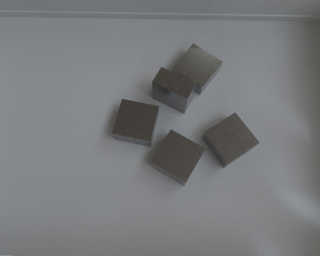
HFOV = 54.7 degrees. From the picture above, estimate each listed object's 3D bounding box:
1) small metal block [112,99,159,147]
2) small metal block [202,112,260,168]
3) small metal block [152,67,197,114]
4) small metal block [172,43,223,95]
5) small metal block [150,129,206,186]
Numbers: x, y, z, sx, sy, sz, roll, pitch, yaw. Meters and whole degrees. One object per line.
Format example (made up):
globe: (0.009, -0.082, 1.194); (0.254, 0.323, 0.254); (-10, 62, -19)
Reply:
small metal block: (-0.031, -0.007, 0.412); (0.050, 0.025, 0.050); (12, 70, 4)
small metal block: (0.091, 0.016, 0.405); (0.050, 0.025, 0.050); (-32, 73, -11)
small metal block: (0.018, -0.049, 0.415); (0.050, 0.050, 0.025); (27, 72, 9)
small metal block: (0.052, -0.084, 0.441); (0.050, 0.025, 0.050); (36, 74, 11)
small metal block: (0.023, 0.038, 0.396); (0.050, 0.025, 0.050); (29, 72, 10)
